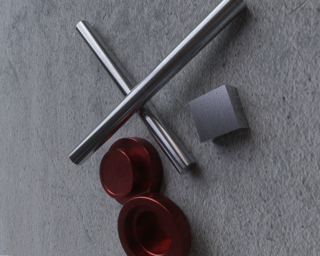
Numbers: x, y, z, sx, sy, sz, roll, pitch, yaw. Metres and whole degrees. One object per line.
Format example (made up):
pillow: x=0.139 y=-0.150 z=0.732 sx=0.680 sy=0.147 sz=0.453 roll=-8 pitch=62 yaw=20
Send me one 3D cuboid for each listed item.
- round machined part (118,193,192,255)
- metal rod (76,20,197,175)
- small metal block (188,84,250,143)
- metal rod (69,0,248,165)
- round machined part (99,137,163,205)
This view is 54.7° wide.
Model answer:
round machined part: x=-0.003 y=0.129 z=0.391 sx=0.098 sy=0.042 sz=0.097 roll=5 pitch=99 yaw=34
metal rod: x=-0.046 y=-0.058 z=0.442 sx=0.025 sy=0.025 sz=0.300 roll=-52 pitch=60 yaw=27
small metal block: x=0.066 y=-0.015 z=0.351 sx=0.050 sy=0.025 sz=0.050 roll=-25 pitch=74 yaw=37
metal rod: x=-0.017 y=-0.049 z=0.391 sx=0.299 sy=0.025 sz=0.025 roll=-42 pitch=65 yaw=22
round machined part: x=-0.047 y=0.062 z=0.433 sx=0.098 sy=0.042 sz=0.097 roll=0 pitch=90 yaw=40
